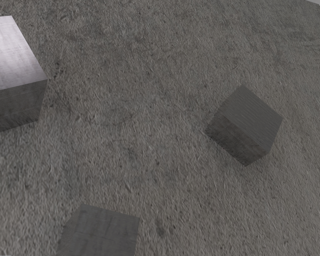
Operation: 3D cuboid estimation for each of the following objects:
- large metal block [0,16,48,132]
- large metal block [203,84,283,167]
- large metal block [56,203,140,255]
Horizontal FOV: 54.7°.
[{"bbox_3d":[-0.161,-0.052,0.313,0.050,0.080,0.080,-23,75,-36],"label":"large metal block"},{"bbox_3d":[0.124,-0.004,0.457,0.080,0.050,0.080,40,51,-1],"label":"large metal block"},{"bbox_3d":[-0.061,0.119,0.263,0.050,0.080,0.080,20,54,-17],"label":"large metal block"}]
